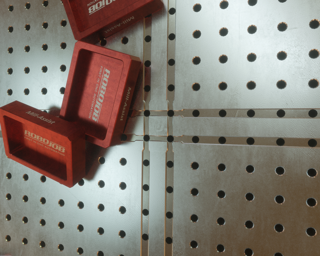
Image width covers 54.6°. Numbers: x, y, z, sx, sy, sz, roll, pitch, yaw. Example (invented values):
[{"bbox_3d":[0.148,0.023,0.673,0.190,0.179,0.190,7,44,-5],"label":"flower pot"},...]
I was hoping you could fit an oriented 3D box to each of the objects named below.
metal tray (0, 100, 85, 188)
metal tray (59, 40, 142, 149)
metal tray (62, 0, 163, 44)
[{"bbox_3d":[-0.170,0.023,0.451,0.130,0.030,0.089,20,124,18],"label":"metal tray"},{"bbox_3d":[-0.087,-0.047,0.434,0.090,0.030,0.129,20,102,18],"label":"metal tray"},{"bbox_3d":[-0.071,-0.185,0.435,0.130,0.030,0.090,-22,83,18],"label":"metal tray"}]
